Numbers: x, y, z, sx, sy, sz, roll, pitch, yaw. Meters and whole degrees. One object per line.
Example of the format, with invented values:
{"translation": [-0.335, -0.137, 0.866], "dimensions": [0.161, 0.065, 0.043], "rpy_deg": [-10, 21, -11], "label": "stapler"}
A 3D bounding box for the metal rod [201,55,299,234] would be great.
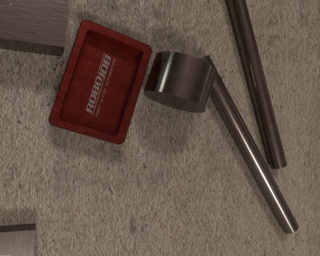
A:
{"translation": [0.131, 0.031, 0.459], "dimensions": [0.025, 0.025, 0.299], "rpy_deg": [-34, 101, -17], "label": "metal rod"}

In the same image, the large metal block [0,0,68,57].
{"translation": [-0.146, -0.129, 0.342], "dimensions": [0.081, 0.050, 0.079], "rpy_deg": [3, 89, -20], "label": "large metal block"}

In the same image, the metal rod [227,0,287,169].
{"translation": [0.141, -0.083, 0.462], "dimensions": [0.025, 0.025, 0.298], "rpy_deg": [-19, 97, -19], "label": "metal rod"}

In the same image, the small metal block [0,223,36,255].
{"translation": [-0.168, 0.137, 0.347], "dimensions": [0.050, 0.025, 0.050], "rpy_deg": [2, 89, -21], "label": "small metal block"}

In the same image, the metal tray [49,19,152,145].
{"translation": [-0.072, -0.053, 0.380], "dimensions": [0.091, 0.030, 0.129], "rpy_deg": [18, 84, -20], "label": "metal tray"}

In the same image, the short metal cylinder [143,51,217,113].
{"translation": [0.025, -0.056, 0.390], "dimensions": [0.081, 0.080, 0.050], "rpy_deg": [19, 84, -20], "label": "short metal cylinder"}
